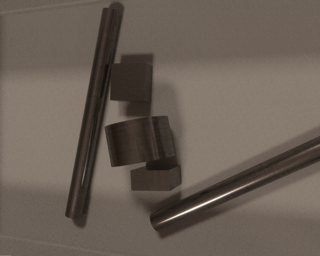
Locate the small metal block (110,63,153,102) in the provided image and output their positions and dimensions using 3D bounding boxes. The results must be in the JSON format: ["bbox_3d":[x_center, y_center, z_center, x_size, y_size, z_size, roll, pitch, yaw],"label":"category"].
[{"bbox_3d":[-0.039,-0.062,0.423,0.050,0.025,0.050,3,91,19],"label":"small metal block"}]

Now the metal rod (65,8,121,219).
[{"bbox_3d":[-0.097,-0.018,0.443,0.025,0.025,0.298,13,94,19],"label":"metal rod"}]

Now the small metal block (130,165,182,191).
[{"bbox_3d":[-0.004,0.063,0.398,0.050,0.050,0.025,-3,89,19],"label":"small metal block"}]

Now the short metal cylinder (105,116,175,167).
[{"bbox_3d":[-0.025,0.017,0.389,0.080,0.080,0.050,-11,86,19],"label":"short metal cylinder"}]

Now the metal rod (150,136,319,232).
[{"bbox_3d":[0.119,0.056,0.368,0.300,0.025,0.025,-29,81,17],"label":"metal rod"}]
